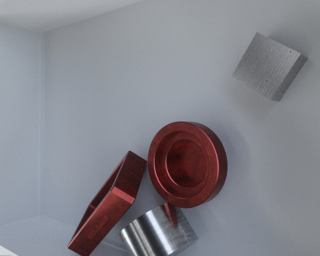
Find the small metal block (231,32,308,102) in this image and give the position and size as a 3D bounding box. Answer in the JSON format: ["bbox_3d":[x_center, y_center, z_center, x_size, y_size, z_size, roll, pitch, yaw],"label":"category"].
[{"bbox_3d":[0.110,-0.062,0.315,0.050,0.025,0.050,41,115,32],"label":"small metal block"}]

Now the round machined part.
[{"bbox_3d":[0.036,0.041,0.365,0.098,0.042,0.097,0,90,39],"label":"round machined part"}]

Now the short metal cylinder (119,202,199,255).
[{"bbox_3d":[-0.001,0.131,0.370,0.080,0.081,0.050,-47,62,29],"label":"short metal cylinder"}]

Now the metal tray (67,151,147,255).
[{"bbox_3d":[-0.070,0.102,0.421,0.030,0.090,0.129,33,117,-8],"label":"metal tray"}]
